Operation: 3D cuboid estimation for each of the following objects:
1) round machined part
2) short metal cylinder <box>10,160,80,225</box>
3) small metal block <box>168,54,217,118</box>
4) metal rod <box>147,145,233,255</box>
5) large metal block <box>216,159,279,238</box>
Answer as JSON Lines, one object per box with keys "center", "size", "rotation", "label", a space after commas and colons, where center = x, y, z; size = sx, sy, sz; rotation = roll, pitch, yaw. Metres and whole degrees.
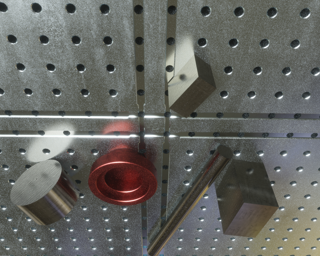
{"center": [-0.053, 0.069, 0.458], "size": [0.099, 0.042, 0.097], "rotation": [-1, 130, 0], "label": "round machined part"}
{"center": [-0.166, 0.093, 0.452], "size": [0.080, 0.080, 0.050], "rotation": [-16, 128, 13], "label": "short metal cylinder"}
{"center": [0.035, -0.048, 0.355], "size": [0.025, 0.050, 0.050], "rotation": [29, 124, -23], "label": "small metal block"}
{"center": [0.039, 0.140, 0.531], "size": [0.025, 0.025, 0.298], "rotation": [16, 128, -14], "label": "metal rod"}
{"center": [0.127, 0.106, 0.468], "size": [0.050, 0.080, 0.079], "rotation": [9, 130, -8], "label": "large metal block"}
